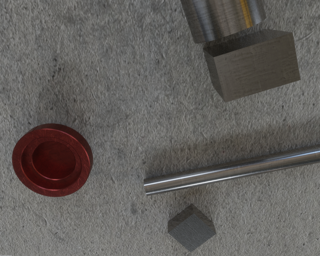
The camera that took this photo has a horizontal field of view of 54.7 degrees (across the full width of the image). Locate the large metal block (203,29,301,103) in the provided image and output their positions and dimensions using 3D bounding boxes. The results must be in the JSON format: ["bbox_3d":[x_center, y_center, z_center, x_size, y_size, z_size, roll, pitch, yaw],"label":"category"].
[{"bbox_3d":[0.100,-0.074,0.354,0.080,0.080,0.050,-17,110,5],"label":"large metal block"}]

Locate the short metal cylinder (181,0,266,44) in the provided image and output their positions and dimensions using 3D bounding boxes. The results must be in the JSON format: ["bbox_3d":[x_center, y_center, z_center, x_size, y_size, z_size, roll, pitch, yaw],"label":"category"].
[{"bbox_3d":[0.067,-0.130,0.334,0.080,0.080,0.050,-20,109,7],"label":"short metal cylinder"}]

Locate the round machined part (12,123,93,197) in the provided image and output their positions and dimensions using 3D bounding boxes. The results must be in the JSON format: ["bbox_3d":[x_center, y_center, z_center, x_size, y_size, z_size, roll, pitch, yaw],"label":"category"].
[{"bbox_3d":[-0.139,0.039,0.413,0.099,0.042,0.097,0,110,-1],"label":"round machined part"}]

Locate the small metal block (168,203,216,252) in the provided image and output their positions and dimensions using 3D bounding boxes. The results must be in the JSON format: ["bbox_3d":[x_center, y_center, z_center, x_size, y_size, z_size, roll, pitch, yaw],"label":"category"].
[{"bbox_3d":[0.047,0.150,0.466,0.050,0.025,0.050,-41,106,13],"label":"small metal block"}]

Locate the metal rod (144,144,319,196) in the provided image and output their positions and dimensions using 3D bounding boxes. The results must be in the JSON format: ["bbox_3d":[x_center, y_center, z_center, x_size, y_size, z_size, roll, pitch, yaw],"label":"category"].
[{"bbox_3d":[0.127,0.054,0.431,0.302,0.025,0.025,-12,110,3],"label":"metal rod"}]
